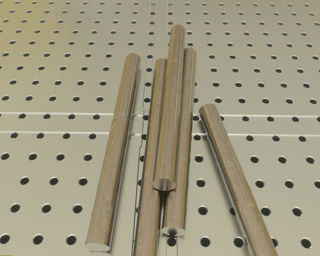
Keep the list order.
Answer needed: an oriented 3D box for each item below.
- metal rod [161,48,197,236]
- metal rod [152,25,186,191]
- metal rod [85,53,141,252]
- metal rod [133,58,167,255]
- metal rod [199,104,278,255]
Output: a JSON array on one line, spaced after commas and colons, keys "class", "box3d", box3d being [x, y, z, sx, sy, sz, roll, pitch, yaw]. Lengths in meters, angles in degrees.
[{"class": "metal rod", "box3d": [0.031, -0.008, 0.414, 0.025, 0.025, 0.300, 5, 50, 4]}, {"class": "metal rod", "box3d": [0.018, -0.052, 0.427, 0.025, 0.025, 0.300, 4, 49, 3]}, {"class": "metal rod", "box3d": [-0.053, 0.004, 0.404, 0.025, 0.025, 0.300, 3, 50, 2]}, {"class": "metal rod", "box3d": [-0.005, 0.014, 0.396, 0.025, 0.025, 0.300, 3, 50, 2]}, {"class": "metal rod", "box3d": [0.093, 0.088, 0.334, 0.025, 0.025, 0.300, -8, 50, -7]}]
